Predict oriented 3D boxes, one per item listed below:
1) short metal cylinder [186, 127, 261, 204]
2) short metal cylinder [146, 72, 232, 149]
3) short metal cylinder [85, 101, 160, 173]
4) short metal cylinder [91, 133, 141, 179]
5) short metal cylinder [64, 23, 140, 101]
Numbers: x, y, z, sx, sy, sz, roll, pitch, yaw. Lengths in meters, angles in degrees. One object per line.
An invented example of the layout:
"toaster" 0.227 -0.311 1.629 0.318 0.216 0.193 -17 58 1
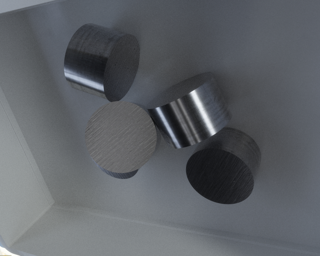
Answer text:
"short metal cylinder" 0.078 0.046 0.379 0.080 0.050 0.079 13 124 21
"short metal cylinder" 0.032 -0.020 0.344 0.080 0.080 0.050 -18 109 35
"short metal cylinder" -0.041 0.009 0.365 0.080 0.050 0.079 0 93 6
"short metal cylinder" -0.053 0.024 0.436 0.080 0.050 0.079 13 124 21
"short metal cylinder" -0.065 -0.075 0.361 0.050 0.080 0.079 20 126 16
